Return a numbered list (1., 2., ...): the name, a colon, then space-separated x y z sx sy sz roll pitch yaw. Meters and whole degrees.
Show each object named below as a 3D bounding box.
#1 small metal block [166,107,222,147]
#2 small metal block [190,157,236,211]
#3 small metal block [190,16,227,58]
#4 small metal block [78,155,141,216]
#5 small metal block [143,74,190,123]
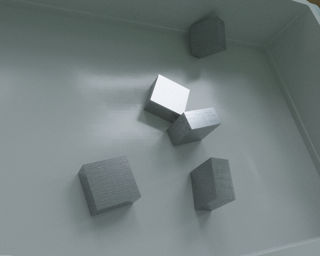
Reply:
1. small metal block: 0.045 -0.001 0.414 0.050 0.050 0.025 -11 67 -33
2. small metal block: 0.063 0.070 0.381 0.025 0.050 0.050 10 58 -23
3. small metal block: 0.079 -0.149 0.511 0.025 0.050 0.050 11 73 -50
4. small metal block: -0.055 0.062 0.338 0.050 0.025 0.050 -10 67 -32
5. small metal block: 0.010 -0.040 0.435 0.050 0.025 0.050 25 53 -13
